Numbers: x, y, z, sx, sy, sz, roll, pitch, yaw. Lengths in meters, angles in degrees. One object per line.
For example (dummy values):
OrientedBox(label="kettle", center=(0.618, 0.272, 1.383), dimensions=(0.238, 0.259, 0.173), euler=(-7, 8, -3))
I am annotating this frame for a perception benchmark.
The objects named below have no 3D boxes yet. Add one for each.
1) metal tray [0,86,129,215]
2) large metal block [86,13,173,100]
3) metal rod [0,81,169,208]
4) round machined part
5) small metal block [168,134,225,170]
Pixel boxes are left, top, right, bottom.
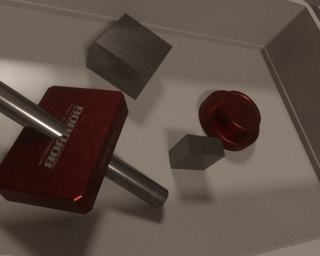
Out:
OrientedBox(label="metal tray", center=(-0.094, 0.015, 0.315), dimensions=(0.090, 0.030, 0.130), euler=(6, 53, 13))
OrientedBox(label="large metal block", center=(-0.041, -0.099, 0.429), dimensions=(0.080, 0.050, 0.080), euler=(34, 51, -6))
OrientedBox(label="metal rod", center=(-0.113, -0.002, 0.309), dimensions=(0.301, 0.025, 0.025), euler=(36, 50, -19))
OrientedBox(label="round machined part", center=(0.112, -0.017, 0.468), dimensions=(0.099, 0.042, 0.098), euler=(14, 56, -21))
OrientedBox(label="small metal block", center=(0.046, 0.033, 0.396), dimensions=(0.050, 0.050, 0.025), euler=(7, 59, -25))
